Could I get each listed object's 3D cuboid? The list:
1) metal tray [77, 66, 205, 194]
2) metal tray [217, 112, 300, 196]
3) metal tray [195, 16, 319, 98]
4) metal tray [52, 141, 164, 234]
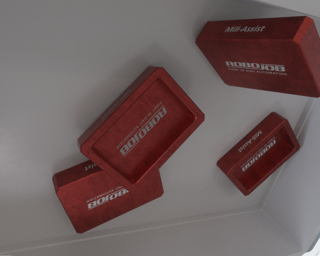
[{"bbox_3d":[-0.020,0.002,0.369,0.130,0.030,0.090,-47,114,-5],"label":"metal tray"},{"bbox_3d":[0.169,0.046,0.525,0.130,0.030,0.090,-43,130,1],"label":"metal tray"},{"bbox_3d":[0.114,-0.080,0.351,0.090,0.130,0.030,42,75,-39],"label":"metal tray"},{"bbox_3d":[-0.065,0.078,0.418,0.131,0.030,0.089,-22,127,-15],"label":"metal tray"}]
